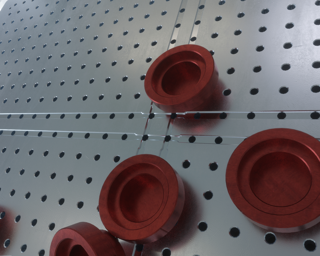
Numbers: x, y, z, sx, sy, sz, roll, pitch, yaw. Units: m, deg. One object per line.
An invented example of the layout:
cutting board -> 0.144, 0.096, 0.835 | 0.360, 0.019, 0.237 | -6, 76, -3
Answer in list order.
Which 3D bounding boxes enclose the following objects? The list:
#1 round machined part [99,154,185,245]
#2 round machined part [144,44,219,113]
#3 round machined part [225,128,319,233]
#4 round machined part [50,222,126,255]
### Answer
round machined part -> -0.017, 0.083, 0.356 | 0.098, 0.042, 0.098 | -13, 56, 20
round machined part -> 0.032, -0.062, 0.420 | 0.098, 0.042, 0.098 | -13, 56, 21
round machined part -> 0.118, 0.052, 0.304 | 0.098, 0.042, 0.098 | -13, 56, 21
round machined part -> -0.071, 0.147, 0.326 | 0.098, 0.042, 0.097 | 5, 97, 40
